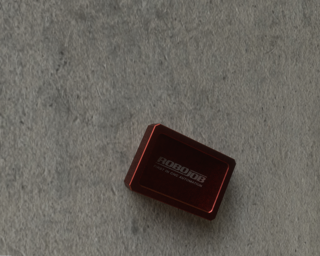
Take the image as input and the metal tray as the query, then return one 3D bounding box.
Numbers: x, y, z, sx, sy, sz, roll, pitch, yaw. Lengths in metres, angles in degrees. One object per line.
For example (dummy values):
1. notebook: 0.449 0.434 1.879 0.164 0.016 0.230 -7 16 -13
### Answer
1. metal tray: 0.029 0.060 0.416 0.131 0.030 0.090 26 82 -18
